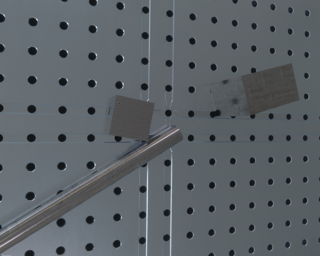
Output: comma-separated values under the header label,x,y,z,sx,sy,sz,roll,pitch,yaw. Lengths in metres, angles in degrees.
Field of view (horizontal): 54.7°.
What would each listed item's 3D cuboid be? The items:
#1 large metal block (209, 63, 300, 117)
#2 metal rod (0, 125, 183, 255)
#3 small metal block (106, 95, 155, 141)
label,x,y,z,sx,sy,sz,roll,pitch,yaw
large metal block,0.128,-0.050,0.431,0.081,0.080,0.050,-16,96,-19
metal rod,-0.100,0.080,0.375,0.302,0.025,0.025,-31,100,-18
small metal block,-0.039,-0.012,0.398,0.050,0.025,0.050,11,86,-20
